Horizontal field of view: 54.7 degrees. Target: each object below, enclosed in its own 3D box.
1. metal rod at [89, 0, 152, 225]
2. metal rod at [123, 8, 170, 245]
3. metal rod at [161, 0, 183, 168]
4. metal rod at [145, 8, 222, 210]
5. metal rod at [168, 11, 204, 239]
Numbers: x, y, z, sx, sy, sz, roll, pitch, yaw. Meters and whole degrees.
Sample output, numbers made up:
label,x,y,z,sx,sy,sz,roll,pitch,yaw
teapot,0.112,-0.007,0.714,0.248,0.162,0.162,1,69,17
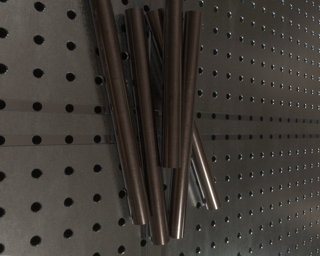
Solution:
label,x,y,z,sx,sy,sz,roll,pitch,yaw
metal rod,-0.048,-0.028,0.370,0.025,0.025,0.298,-17,101,-39
metal rod,-0.016,0.003,0.397,0.025,0.025,0.298,-11,97,-40
metal rod,0.016,-0.100,0.391,0.025,0.025,0.298,-1,92,-40
metal rod,0.038,-0.016,0.443,0.025,0.025,0.298,-30,109,-36
metal rod,0.032,0.000,0.414,0.025,0.025,0.298,-1,98,-40
